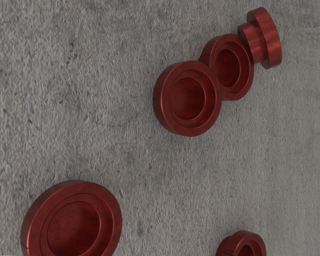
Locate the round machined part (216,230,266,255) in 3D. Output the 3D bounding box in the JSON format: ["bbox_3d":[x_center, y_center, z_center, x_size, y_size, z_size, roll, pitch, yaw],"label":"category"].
[{"bbox_3d":[0.126,0.214,0.500,0.099,0.042,0.097,0,90,-40],"label":"round machined part"}]

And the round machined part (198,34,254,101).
[{"bbox_3d":[0.095,-0.090,0.470,0.099,0.042,0.097,-2,94,-36],"label":"round machined part"}]

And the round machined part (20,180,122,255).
[{"bbox_3d":[-0.092,0.102,0.317,0.099,0.042,0.097,0,90,-40],"label":"round machined part"}]

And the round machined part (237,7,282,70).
[{"bbox_3d":[0.158,-0.141,0.503,0.098,0.042,0.098,-20,90,-81],"label":"round machined part"}]

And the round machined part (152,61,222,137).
[{"bbox_3d":[0.032,-0.039,0.413,0.099,0.042,0.097,-4,98,-32],"label":"round machined part"}]
